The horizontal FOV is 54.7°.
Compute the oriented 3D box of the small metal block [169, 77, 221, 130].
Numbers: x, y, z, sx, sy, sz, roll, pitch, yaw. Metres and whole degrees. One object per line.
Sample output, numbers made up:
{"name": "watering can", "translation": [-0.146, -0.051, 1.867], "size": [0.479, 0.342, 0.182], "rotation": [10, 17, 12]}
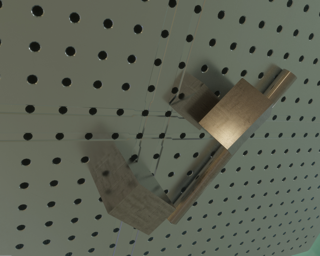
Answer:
{"name": "small metal block", "translation": [0.050, -0.032, 0.421], "size": [0.050, 0.025, 0.050], "rotation": [-49, 129, 6]}

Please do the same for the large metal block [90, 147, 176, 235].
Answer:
{"name": "large metal block", "translation": [-0.036, 0.083, 0.409], "size": [0.050, 0.080, 0.080], "rotation": [-44, 130, 2]}

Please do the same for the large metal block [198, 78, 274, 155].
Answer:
{"name": "large metal block", "translation": [0.105, -0.012, 0.425], "size": [0.080, 0.050, 0.080], "rotation": [-46, 161, 4]}

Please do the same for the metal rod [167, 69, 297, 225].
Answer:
{"name": "metal rod", "translation": [0.108, 0.035, 0.494], "size": [0.025, 0.025, 0.299], "rotation": [30, 101, -38]}
